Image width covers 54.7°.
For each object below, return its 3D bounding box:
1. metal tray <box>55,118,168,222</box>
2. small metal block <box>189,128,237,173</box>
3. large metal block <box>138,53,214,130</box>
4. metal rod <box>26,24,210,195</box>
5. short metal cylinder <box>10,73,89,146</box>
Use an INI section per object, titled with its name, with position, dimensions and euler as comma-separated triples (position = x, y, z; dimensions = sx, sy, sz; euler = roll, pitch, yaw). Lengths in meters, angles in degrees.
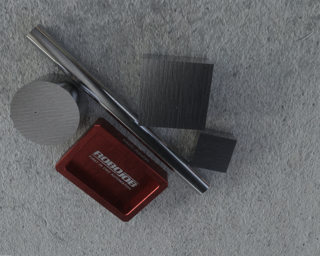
[metal tray]
position = -0.064, 0.060, 0.430
dimensions = 0.130, 0.030, 0.090
euler = 42, 104, -14
[small metal block]
position = 0.071, 0.029, 0.423
dimensions = 0.050, 0.025, 0.050
euler = 12, 110, -5
[large metal block]
position = 0.017, -0.046, 0.381
dimensions = 0.081, 0.050, 0.079
euler = 4, 110, -2
[metal rod]
position = -0.044, -0.014, 0.404
dimensions = 0.025, 0.025, 0.300
euler = -43, 105, 14
[short metal cylinder]
position = -0.135, -0.024, 0.387
dimensions = 0.081, 0.050, 0.079
euler = 0, 110, -1
